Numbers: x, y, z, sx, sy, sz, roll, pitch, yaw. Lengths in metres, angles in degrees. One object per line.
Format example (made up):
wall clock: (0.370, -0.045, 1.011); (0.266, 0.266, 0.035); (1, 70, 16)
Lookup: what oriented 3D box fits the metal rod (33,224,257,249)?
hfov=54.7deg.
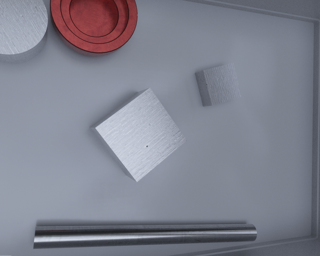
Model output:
metal rod: (-0.004, 0.141, 0.410); (0.302, 0.025, 0.025); (6, 88, -20)

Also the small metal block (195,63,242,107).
small metal block: (0.083, -0.061, 0.443); (0.050, 0.025, 0.050); (-17, 96, -20)

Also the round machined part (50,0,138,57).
round machined part: (-0.080, -0.135, 0.371); (0.099, 0.042, 0.097); (-1, 92, -20)

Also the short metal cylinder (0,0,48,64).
short metal cylinder: (-0.165, -0.114, 0.336); (0.081, 0.050, 0.079); (0, 90, -21)

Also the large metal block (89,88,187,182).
large metal block: (-0.028, 0.007, 0.388); (0.080, 0.050, 0.080); (-39, 103, -16)
